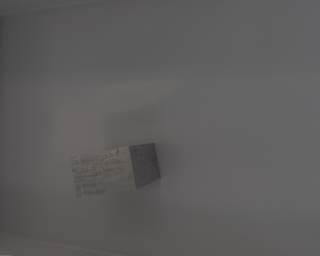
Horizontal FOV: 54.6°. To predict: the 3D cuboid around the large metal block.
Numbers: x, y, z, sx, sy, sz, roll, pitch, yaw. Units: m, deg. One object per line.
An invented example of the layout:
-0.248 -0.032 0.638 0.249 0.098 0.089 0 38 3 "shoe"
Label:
-0.054 0.052 0.401 0.080 0.080 0.050 -12 86 20 "large metal block"
